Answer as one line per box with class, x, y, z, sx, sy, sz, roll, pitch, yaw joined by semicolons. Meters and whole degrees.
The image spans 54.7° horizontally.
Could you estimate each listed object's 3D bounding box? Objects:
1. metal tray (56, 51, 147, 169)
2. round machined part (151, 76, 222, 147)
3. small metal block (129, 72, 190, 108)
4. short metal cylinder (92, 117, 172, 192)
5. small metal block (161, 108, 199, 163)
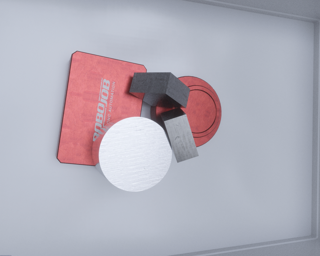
metal tray;-0.071;-0.019;0.378;0.091;0.030;0.129;8;87;-20
round machined part;0.041;-0.022;0.416;0.099;0.042;0.097;0;90;-21
small metal block;0.001;-0.045;0.370;0.050;0.050;0.025;28;72;-55
short metal cylinder;-0.033;0.028;0.352;0.081;0.050;0.079;0;90;-21
small metal block;0.022;0.007;0.363;0.025;0.050;0.050;-18;103;-1
